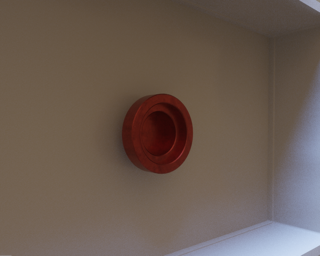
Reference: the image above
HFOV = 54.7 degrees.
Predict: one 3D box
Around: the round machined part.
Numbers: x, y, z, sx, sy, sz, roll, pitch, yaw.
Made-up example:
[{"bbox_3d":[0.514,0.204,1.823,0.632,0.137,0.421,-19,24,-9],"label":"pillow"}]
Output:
[{"bbox_3d":[-0.007,0.007,0.391,0.099,0.042,0.097,0,90,-40],"label":"round machined part"}]
